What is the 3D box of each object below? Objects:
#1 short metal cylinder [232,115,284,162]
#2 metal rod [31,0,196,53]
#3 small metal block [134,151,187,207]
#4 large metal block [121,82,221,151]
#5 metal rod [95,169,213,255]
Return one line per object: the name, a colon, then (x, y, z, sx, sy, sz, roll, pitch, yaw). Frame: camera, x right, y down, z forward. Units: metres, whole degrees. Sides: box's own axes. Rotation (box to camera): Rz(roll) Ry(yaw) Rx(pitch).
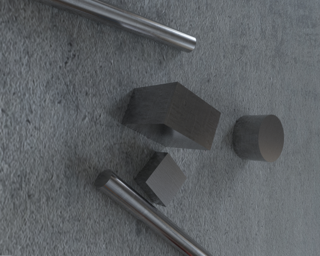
short metal cylinder: (0.170, 0.017, 0.535, 0.081, 0.050, 0.079, 0, 90, -40)
metal rod: (-0.073, -0.132, 0.344, 0.302, 0.025, 0.025, 6, 86, -40)
small metal block: (0.002, 0.067, 0.408, 0.050, 0.025, 0.050, -51, 120, -28)
large metal block: (0.014, -0.012, 0.382, 0.080, 0.080, 0.050, 29, 72, -37)
metal rod: (0.024, 0.152, 0.427, 0.300, 0.025, 0.025, 47, 62, -30)
